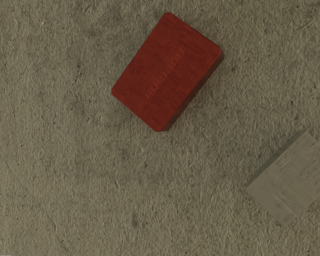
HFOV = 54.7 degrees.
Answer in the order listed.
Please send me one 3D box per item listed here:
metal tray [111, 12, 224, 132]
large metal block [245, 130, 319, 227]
[{"bbox_3d":[0.008,-0.070,0.403,0.090,0.030,0.130,41,103,15],"label":"metal tray"},{"bbox_3d":[0.141,0.049,0.330,0.050,0.080,0.080,45,104,14],"label":"large metal block"}]
